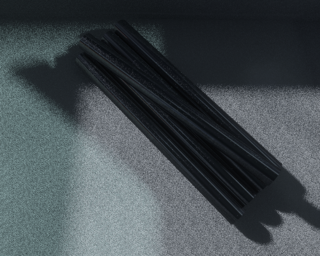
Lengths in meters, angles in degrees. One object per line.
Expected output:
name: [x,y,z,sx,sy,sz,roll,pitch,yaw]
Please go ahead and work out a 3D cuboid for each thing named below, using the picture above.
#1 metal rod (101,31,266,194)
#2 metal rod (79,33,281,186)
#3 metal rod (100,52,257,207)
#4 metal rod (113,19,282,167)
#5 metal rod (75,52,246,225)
metal rod: [0.026,-0.030,0.419,0.025,0.025,0.300,-41,75,-14]
metal rod: [0.016,-0.030,0.392,0.300,0.025,0.025,37,74,12]
metal rod: [0.007,-0.015,0.414,0.025,0.025,0.300,-41,75,-14]
metal rod: [0.042,-0.049,0.426,0.025,0.025,0.300,-41,75,-14]
metal rod: [-0.009,0.004,0.407,0.025,0.025,0.300,-41,75,-14]
